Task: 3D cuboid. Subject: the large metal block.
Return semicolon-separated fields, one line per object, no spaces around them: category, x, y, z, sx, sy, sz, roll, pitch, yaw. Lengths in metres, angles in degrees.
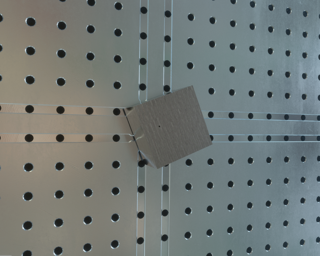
large metal block;0.010;-0.002;0.401;0.081;0.050;0.080;-22;98;-19
